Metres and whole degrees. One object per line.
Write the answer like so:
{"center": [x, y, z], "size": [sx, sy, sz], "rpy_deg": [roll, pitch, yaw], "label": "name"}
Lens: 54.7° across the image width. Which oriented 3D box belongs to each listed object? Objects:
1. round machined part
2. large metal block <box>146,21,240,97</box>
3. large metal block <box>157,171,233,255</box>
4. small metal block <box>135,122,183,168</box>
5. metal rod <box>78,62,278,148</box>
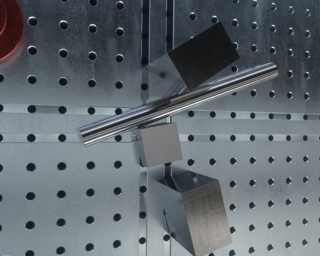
{"center": [-0.199, -0.116, 0.330], "size": [0.099, 0.042, 0.097], "rpy_deg": [0, 90, -20], "label": "round machined part"}
{"center": [0.039, -0.085, 0.398], "size": [0.080, 0.080, 0.050], "rpy_deg": [-35, 102, -17], "label": "large metal block"}
{"center": [0.042, 0.106, 0.399], "size": [0.050, 0.080, 0.080], "rpy_deg": [-15, 95, -19], "label": "large metal block"}
{"center": [-0.001, 0.021, 0.412], "size": [0.050, 0.025, 0.050], "rpy_deg": [-11, 94, -20], "label": "small metal block"}
{"center": [0.038, -0.038, 0.426], "size": [0.302, 0.025, 0.025], "rpy_deg": [-21, 97, -19], "label": "metal rod"}
